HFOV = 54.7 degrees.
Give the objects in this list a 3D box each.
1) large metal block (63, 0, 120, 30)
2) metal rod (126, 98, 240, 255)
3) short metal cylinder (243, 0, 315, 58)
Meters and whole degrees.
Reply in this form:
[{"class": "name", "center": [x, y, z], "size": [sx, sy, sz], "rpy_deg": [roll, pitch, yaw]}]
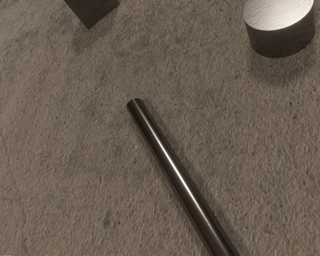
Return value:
[{"class": "large metal block", "center": [-0.138, -0.252, 0.593], "size": [0.080, 0.080, 0.050], "rpy_deg": [-38, 51, 2]}, {"class": "metal rod", "center": [0.027, 0.067, 0.347], "size": [0.025, 0.025, 0.300], "rpy_deg": [-36, 51, 4]}, {"class": "short metal cylinder", "center": [0.151, -0.136, 0.392], "size": [0.080, 0.050, 0.080], "rpy_deg": [-13, 56, 20]}]
